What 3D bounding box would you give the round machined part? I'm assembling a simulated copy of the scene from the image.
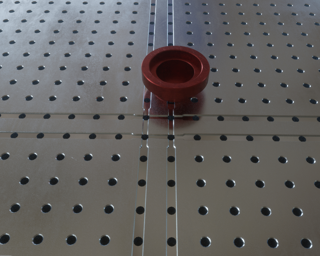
[{"bbox_3d":[0.022,-0.076,0.461,0.099,0.042,0.098,0,50,0],"label":"round machined part"}]
